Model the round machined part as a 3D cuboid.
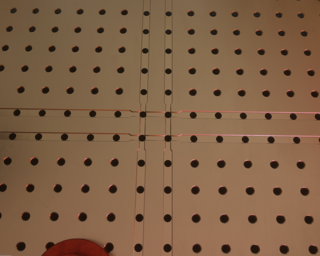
[{"bbox_3d":[-0.096,0.173,0.338,0.099,0.042,0.098,0,70,-1],"label":"round machined part"}]
